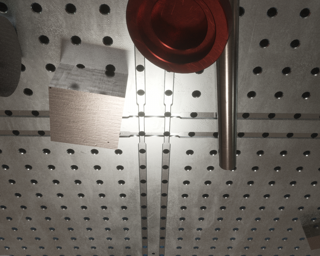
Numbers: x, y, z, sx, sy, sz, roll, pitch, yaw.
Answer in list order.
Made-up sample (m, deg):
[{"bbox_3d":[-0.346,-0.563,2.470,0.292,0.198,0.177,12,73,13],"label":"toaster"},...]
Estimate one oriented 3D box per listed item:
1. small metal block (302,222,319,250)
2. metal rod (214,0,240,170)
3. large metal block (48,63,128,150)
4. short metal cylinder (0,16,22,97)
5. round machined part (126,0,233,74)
[{"bbox_3d":[0.306,0.205,0.591,0.050,0.025,0.050,-21,128,16],"label":"small metal block"},{"bbox_3d":[0.078,-0.059,0.362,0.025,0.025,0.298,-7,130,5],"label":"metal rod"},{"bbox_3d":[-0.085,-0.024,0.373,0.081,0.050,0.079,8,130,-8],"label":"large metal block"},{"bbox_3d":[-0.181,-0.072,0.311,0.050,0.080,0.079,2,130,-2],"label":"short metal cylinder"},{"bbox_3d":[0.021,-0.105,0.298,0.098,0.042,0.097,14,137,14],"label":"round machined part"}]
